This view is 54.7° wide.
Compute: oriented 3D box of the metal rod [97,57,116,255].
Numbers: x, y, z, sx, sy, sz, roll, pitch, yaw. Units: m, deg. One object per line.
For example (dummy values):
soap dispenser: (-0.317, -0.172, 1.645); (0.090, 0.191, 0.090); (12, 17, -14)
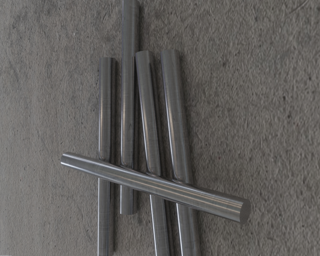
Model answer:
metal rod: (-0.081, 0.044, 0.472); (0.025, 0.025, 0.298); (1, 91, 40)

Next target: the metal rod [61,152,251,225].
metal rod: (-0.032, 0.066, 0.396); (0.300, 0.025, 0.025); (8, 95, 39)

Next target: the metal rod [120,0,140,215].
metal rod: (-0.043, -0.029, 0.440); (0.025, 0.025, 0.298); (1, 91, 40)

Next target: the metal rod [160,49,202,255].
metal rod: (0.027, 0.052, 0.382); (0.025, 0.025, 0.298); (-10, 84, 39)

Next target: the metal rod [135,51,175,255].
metal rod: (-0.006, 0.046, 0.409); (0.025, 0.025, 0.298); (-10, 84, 39)
